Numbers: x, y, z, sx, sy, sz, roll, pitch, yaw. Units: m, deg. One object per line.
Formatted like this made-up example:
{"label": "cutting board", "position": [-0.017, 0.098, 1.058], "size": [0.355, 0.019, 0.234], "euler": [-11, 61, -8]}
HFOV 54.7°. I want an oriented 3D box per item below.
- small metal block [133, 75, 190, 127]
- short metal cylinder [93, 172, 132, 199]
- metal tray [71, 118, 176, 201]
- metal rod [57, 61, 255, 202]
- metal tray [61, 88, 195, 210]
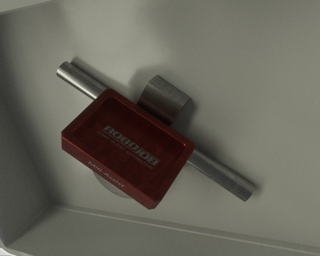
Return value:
{"label": "small metal block", "position": [0.001, -0.029, 0.387], "size": [0.050, 0.025, 0.050], "euler": [35, 129, 4]}
{"label": "short metal cylinder", "position": [-0.050, 0.054, 0.441], "size": [0.080, 0.050, 0.079], "euler": [19, 134, 21]}
{"label": "metal tray", "position": [-0.038, 0.034, 0.405], "size": [0.130, 0.090, 0.030], "euler": [34, 129, 5]}
{"label": "metal rod", "position": [-0.009, 0.002, 0.413], "size": [0.301, 0.025, 0.025], "euler": [34, 129, 5]}
{"label": "metal tray", "position": [-0.036, 0.021, 0.362], "size": [0.130, 0.090, 0.030], "euler": [34, 146, 5]}
